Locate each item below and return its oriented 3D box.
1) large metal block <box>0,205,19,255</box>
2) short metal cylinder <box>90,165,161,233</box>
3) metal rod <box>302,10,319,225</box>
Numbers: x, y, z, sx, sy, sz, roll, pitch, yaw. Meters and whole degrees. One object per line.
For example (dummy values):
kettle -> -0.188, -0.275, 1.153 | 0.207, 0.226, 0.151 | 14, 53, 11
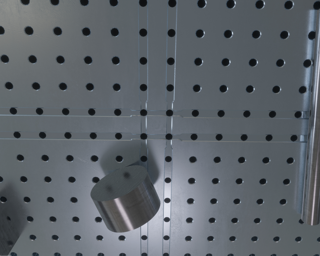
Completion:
large metal block -> -0.272, 0.156, 0.455 | 0.080, 0.050, 0.080 | -16, 110, 5
short metal cylinder -> -0.046, 0.093, 0.418 | 0.080, 0.080, 0.050 | -19, 109, 7
metal rod -> 0.212, -0.001, 0.415 | 0.025, 0.025, 0.298 | -5, 110, 2
